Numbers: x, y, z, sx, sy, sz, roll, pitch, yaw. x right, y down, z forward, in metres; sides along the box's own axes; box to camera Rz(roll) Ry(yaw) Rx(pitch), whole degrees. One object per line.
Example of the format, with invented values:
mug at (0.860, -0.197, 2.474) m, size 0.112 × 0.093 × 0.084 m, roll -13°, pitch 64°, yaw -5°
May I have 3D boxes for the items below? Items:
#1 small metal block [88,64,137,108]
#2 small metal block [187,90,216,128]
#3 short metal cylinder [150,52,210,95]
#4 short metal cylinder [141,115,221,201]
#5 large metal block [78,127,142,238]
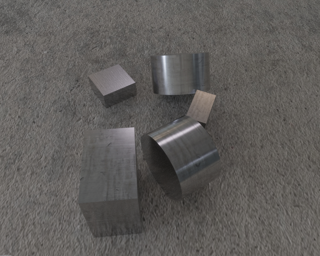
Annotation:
small metal block at (-0.070, -0.062, 0.455) m, size 0.050 × 0.025 × 0.050 m, roll -27°, pitch 55°, yaw -21°
small metal block at (0.049, -0.012, 0.396) m, size 0.025 × 0.050 × 0.050 m, roll 18°, pitch 52°, yaw 9°
short metal cylinder at (0.028, -0.077, 0.428) m, size 0.080 × 0.050 × 0.080 m, roll -4°, pitch 15°, yaw 1°
short metal cylinder at (0.021, 0.033, 0.340) m, size 0.050 × 0.080 × 0.080 m, roll -27°, pitch 55°, yaw -20°
large metal block at (-0.048, 0.057, 0.319) m, size 0.050 × 0.080 × 0.080 m, roll -4°, pitch 50°, yaw -3°
